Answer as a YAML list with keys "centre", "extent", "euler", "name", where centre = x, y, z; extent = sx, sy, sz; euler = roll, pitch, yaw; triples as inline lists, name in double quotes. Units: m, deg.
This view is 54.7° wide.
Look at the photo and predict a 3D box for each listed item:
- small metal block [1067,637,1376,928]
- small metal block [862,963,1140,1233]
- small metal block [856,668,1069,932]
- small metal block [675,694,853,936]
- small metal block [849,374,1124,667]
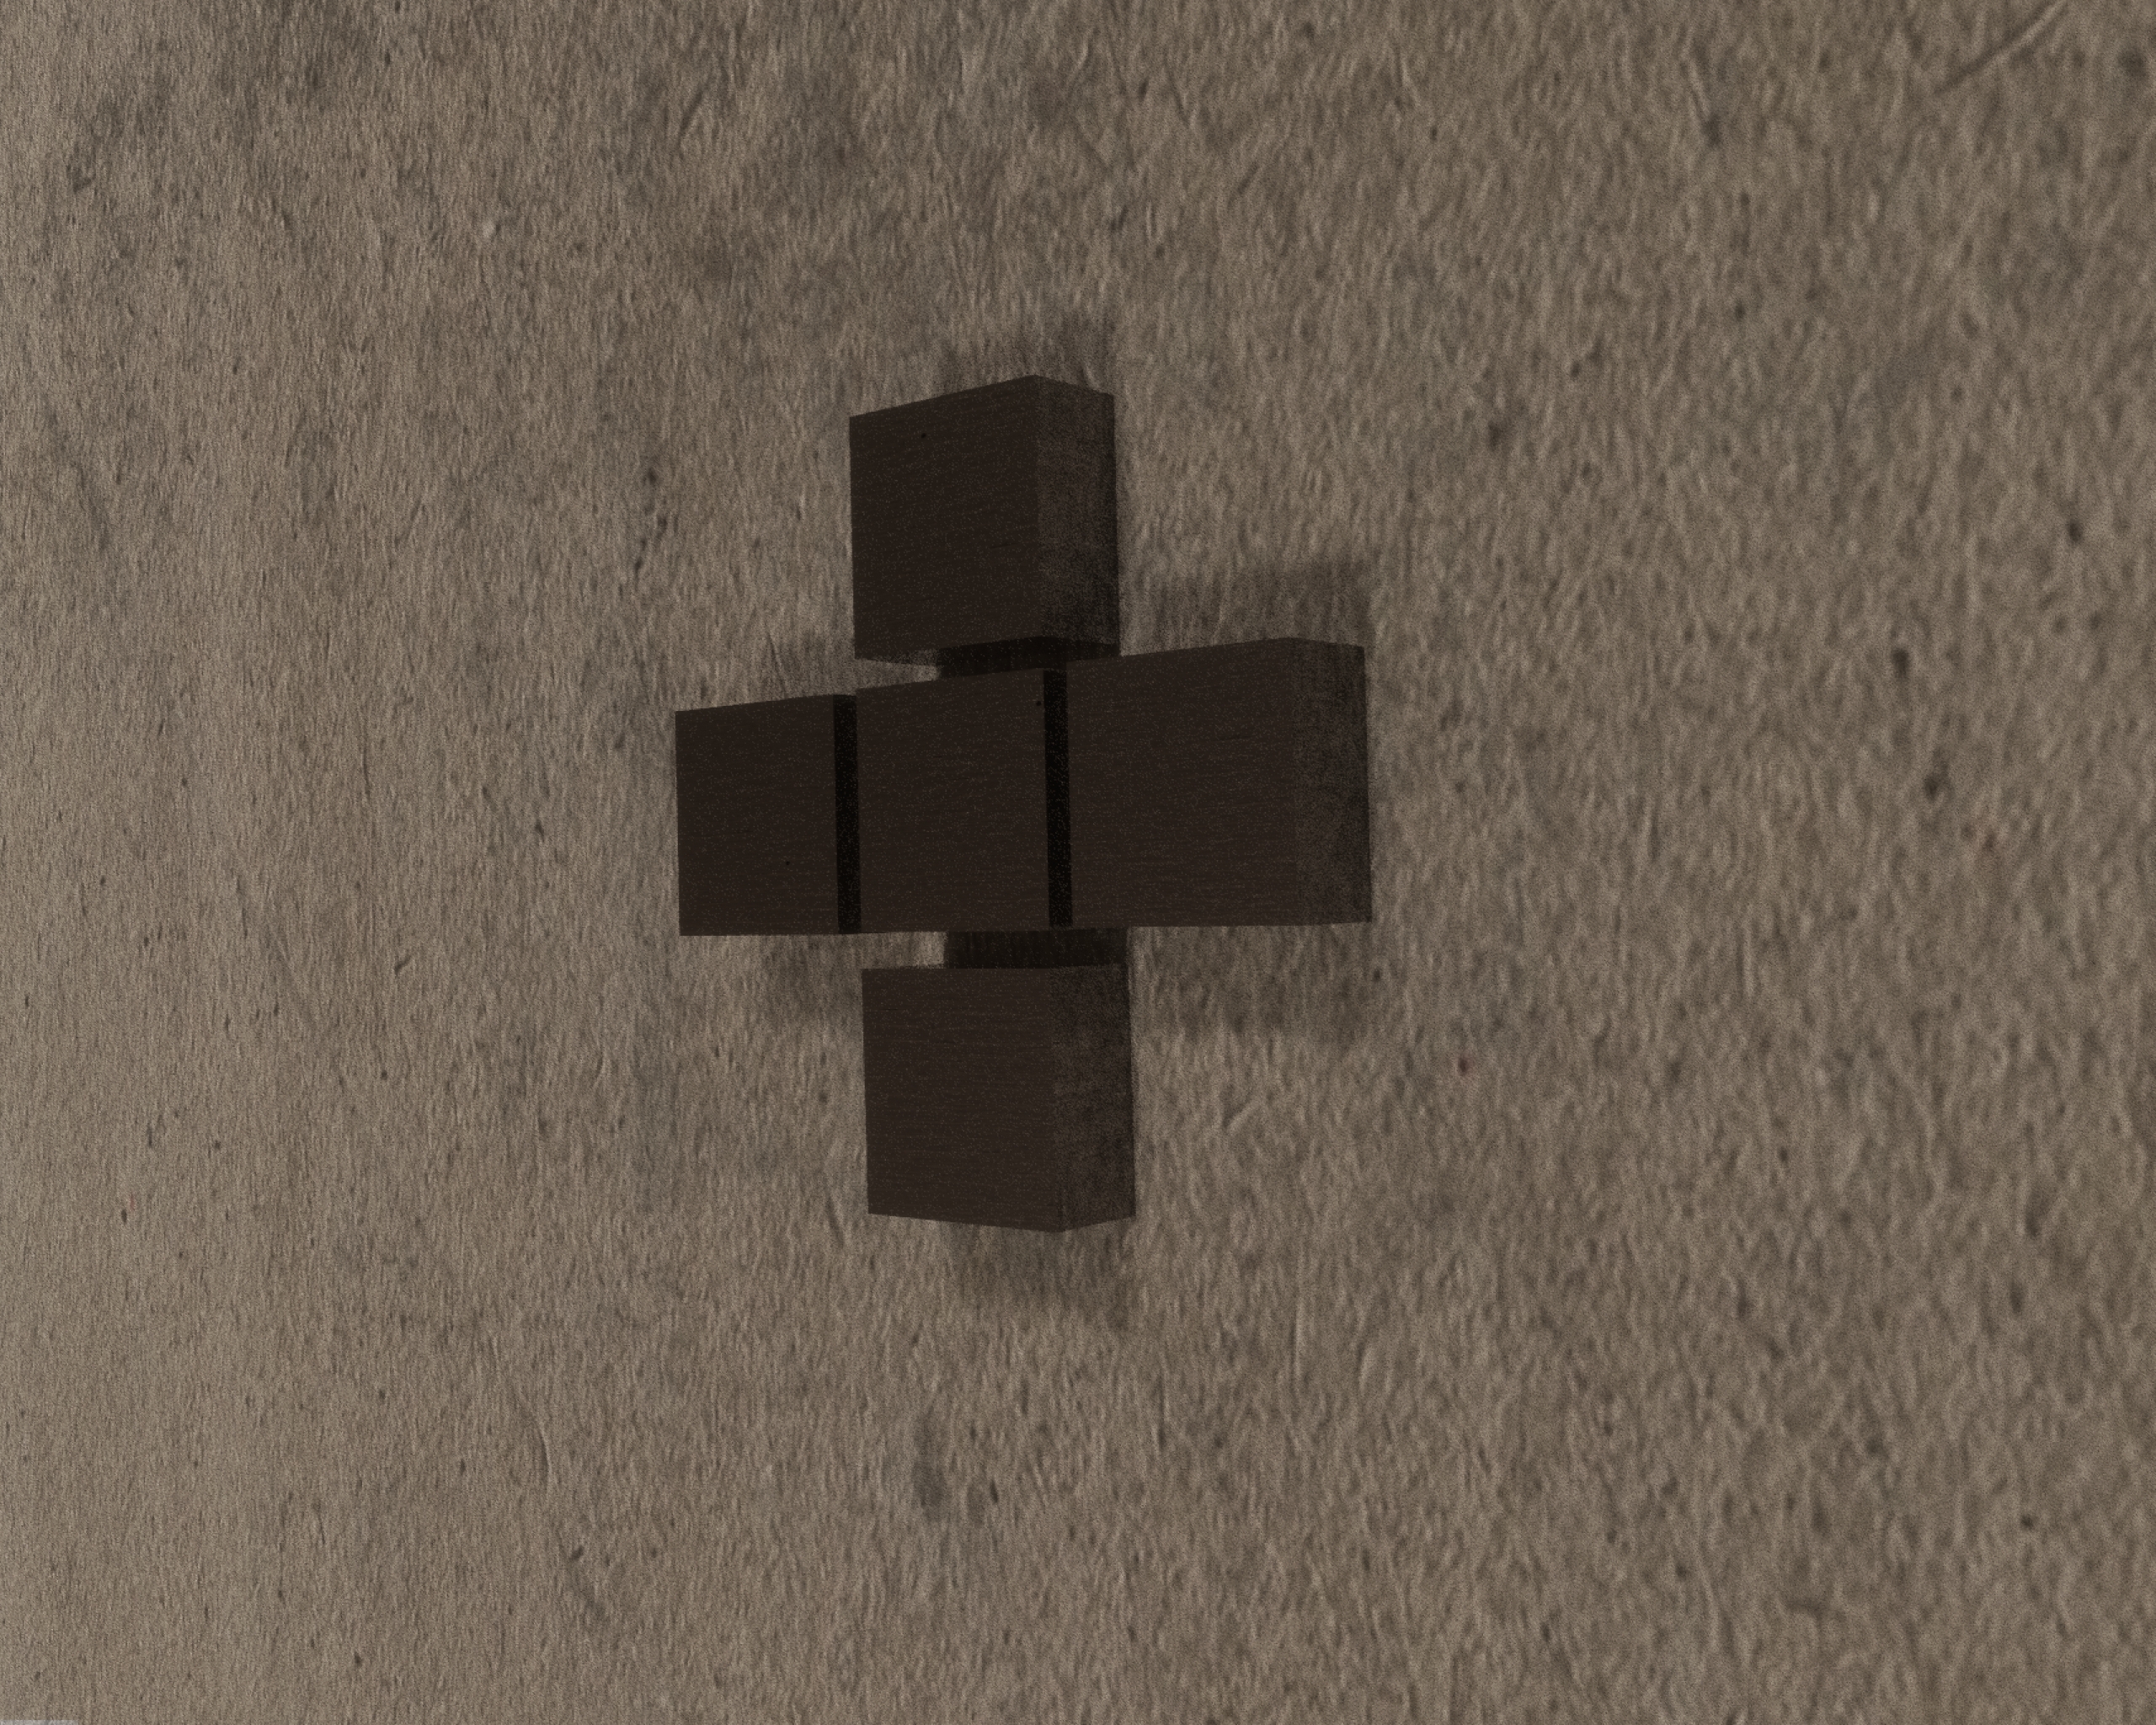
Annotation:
- centre: [0.026, -0.013, 0.384]
  extent: [0.050, 0.025, 0.050]
  euler: [-2, 89, 39]
  name: "small metal block"
- centre: [-0.016, 0.046, 0.418]
  extent: [0.050, 0.025, 0.050]
  euler: [-3, 88, 39]
  name: "small metal block"
- centre: [-0.017, -0.011, 0.419]
  extent: [0.050, 0.025, 0.050]
  euler: [-2, 89, 39]
  name: "small metal block"
- centre: [-0.061, -0.009, 0.455]
  extent: [0.050, 0.025, 0.050]
  euler: [-2, 89, 39]
  name: "small metal block"
- centre: [-0.019, -0.067, 0.420]
  extent: [0.050, 0.025, 0.050]
  euler: [-2, 89, 39]
  name: "small metal block"
